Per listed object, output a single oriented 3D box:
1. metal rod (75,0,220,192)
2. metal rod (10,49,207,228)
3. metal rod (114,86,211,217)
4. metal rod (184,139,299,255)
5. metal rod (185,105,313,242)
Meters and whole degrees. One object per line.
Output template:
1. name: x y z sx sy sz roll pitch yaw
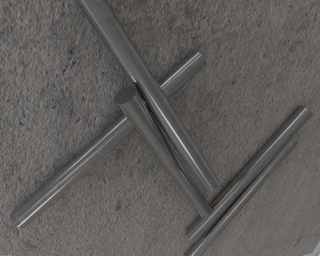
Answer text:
1. metal rod: -0.003 -0.029 0.355 0.025 0.025 0.299 -37 119 -4
2. metal rod: -0.062 0.013 0.380 0.300 0.025 0.025 -42 129 0
3. metal rod: 0.020 0.054 0.430 0.025 0.025 0.300 -37 136 -4
4. metal rod: 0.144 0.136 0.569 0.025 0.025 0.299 29 102 -38
5. metal rod: 0.151 0.083 0.540 0.299 0.025 0.025 -50 129 7
